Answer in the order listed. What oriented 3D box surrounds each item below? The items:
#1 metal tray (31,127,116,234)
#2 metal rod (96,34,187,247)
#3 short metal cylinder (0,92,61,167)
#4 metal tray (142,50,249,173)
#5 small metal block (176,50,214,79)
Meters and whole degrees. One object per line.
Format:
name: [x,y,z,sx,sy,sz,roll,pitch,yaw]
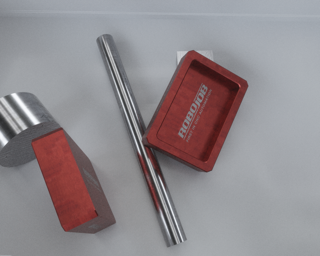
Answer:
metal tray: [-0.086,0.063,0.330,0.030,0.130,0.090,-25,72,-9]
metal rod: [-0.031,0.002,0.408,0.025,0.025,0.299,-19,71,-7]
short metal cylinder: [-0.170,0.003,0.377,0.080,0.080,0.050,-39,75,-13]
metal tray: [0.046,-0.020,0.392,0.090,0.030,0.130,28,78,-10]
small metal block: [0.050,-0.081,0.440,0.050,0.025,0.050,-2,70,-1]
